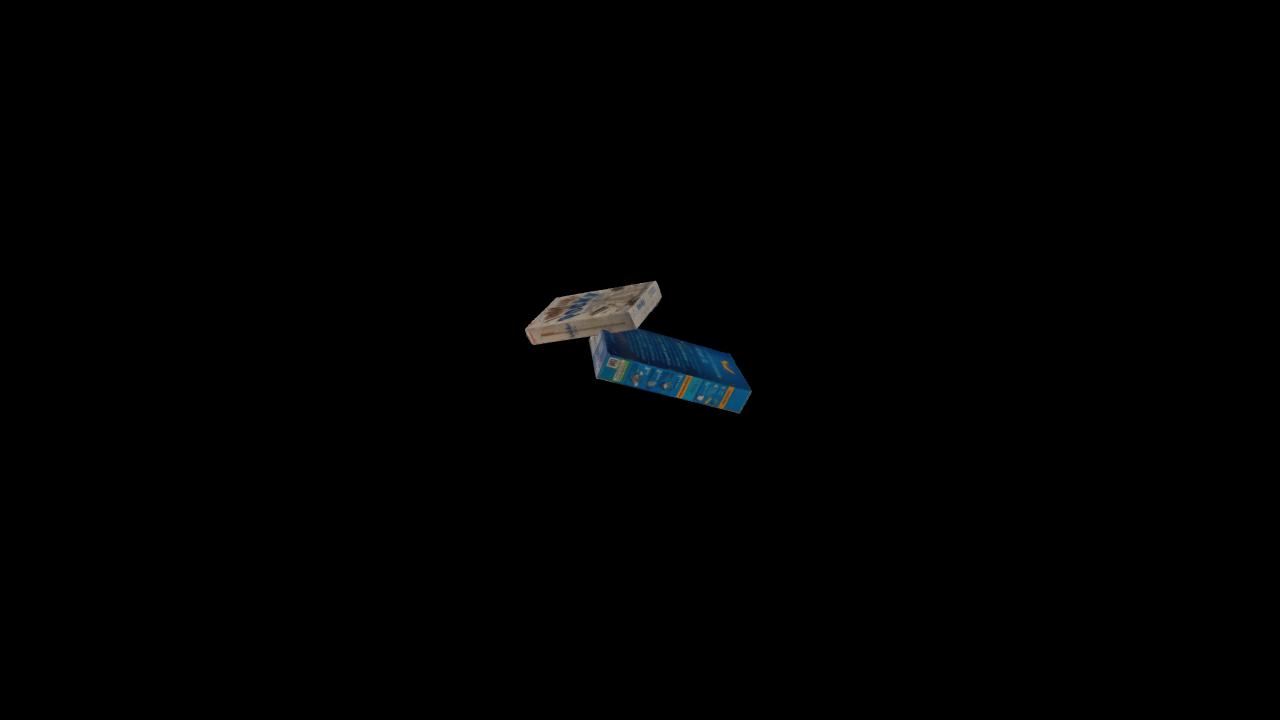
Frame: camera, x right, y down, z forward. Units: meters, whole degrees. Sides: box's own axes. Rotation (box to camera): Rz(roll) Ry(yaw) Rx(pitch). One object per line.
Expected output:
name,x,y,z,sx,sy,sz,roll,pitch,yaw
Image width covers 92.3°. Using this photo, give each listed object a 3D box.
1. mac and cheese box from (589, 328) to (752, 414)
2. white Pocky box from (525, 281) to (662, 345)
mac and cheese box,0.034,0.006,0.730,0.184,0.041,0.093,15,25,-19
white Pocky box,-0.057,-0.057,0.745,0.154,0.028,0.084,-6,30,31
